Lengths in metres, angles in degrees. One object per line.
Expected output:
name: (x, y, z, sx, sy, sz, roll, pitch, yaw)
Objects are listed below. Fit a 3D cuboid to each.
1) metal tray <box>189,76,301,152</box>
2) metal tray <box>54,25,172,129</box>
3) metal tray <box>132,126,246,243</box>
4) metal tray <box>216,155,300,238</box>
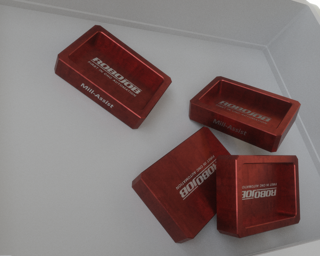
metal tray: (0.119, -0.025, 0.441, 0.130, 0.030, 0.090, 24, 45, 26)
metal tray: (-0.059, -0.070, 0.412, 0.130, 0.030, 0.090, 36, 51, -4)
metal tray: (0.041, 0.065, 0.385, 0.131, 0.030, 0.090, -33, 80, -38)
metal tray: (0.126, 0.079, 0.386, 0.131, 0.030, 0.089, 4, 83, -37)
